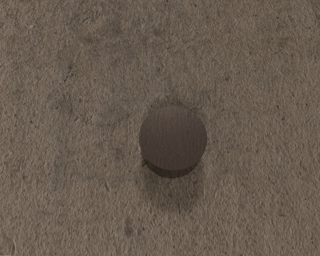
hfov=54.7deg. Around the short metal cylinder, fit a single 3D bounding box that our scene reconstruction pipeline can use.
[{"bbox_3d":[0.015,0.019,0.388,0.081,0.050,0.080,0,70,0],"label":"short metal cylinder"}]
